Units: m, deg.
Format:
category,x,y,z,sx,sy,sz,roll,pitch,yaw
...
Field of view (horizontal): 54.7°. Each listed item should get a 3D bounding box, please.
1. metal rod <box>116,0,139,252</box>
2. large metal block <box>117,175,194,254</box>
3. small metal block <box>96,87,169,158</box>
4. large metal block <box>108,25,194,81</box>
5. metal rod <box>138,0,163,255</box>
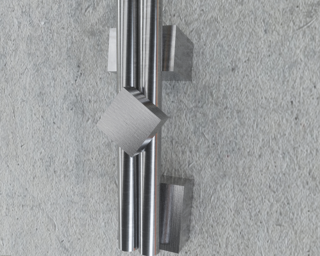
category,x,y,z,sx,sy,sz,roll,pitch,yaw
metal rod,-0.035,-0.008,0.345,0.025,0.025,0.298,3,98,20
large metal block,-0.004,0.104,0.398,0.080,0.050,0.079,5,92,20
small metal block,-0.028,-0.007,0.316,0.050,0.025,0.050,41,109,9
large metal block,-0.008,-0.089,0.384,0.080,0.080,0.050,4,91,20
metal rod,-0.011,-0.007,0.336,0.025,0.025,0.298,3,98,20
